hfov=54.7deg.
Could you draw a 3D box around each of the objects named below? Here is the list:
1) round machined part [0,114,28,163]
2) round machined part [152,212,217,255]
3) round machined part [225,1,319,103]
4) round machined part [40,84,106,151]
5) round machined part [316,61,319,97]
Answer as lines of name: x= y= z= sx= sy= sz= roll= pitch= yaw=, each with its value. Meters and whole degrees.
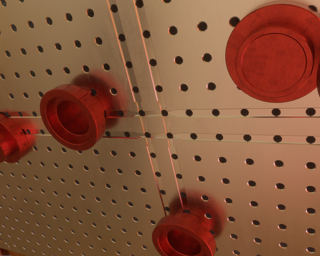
round machined part: x=-0.296 y=0.025 z=0.568 sx=0.098 sy=0.042 sz=0.097 roll=13 pitch=124 yaw=20
round machined part: x=0.041 y=0.172 z=0.484 sx=0.098 sy=0.042 sz=0.097 roll=13 pitch=124 yaw=20
round machined part: x=0.111 y=-0.068 z=0.299 sx=0.098 sy=0.042 sz=0.097 roll=13 pitch=124 yaw=20
round machined part: x=-0.120 y=-0.019 z=0.450 sx=0.098 sy=0.042 sz=0.097 roll=13 pitch=124 yaw=20
round machined part: x=0.177 y=-0.052 z=0.257 sx=0.099 sy=0.042 sz=0.097 roll=-3 pitch=117 yaw=-6
